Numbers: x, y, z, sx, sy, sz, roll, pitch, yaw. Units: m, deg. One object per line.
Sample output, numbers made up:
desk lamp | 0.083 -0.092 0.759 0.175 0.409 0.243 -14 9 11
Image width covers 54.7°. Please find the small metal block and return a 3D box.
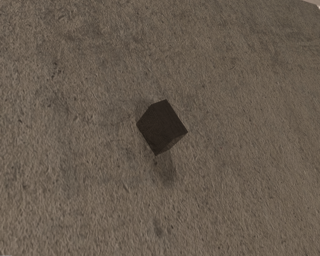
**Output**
small metal block | 0.001 0.000 0.390 0.025 0.050 0.050 -23 75 -37
